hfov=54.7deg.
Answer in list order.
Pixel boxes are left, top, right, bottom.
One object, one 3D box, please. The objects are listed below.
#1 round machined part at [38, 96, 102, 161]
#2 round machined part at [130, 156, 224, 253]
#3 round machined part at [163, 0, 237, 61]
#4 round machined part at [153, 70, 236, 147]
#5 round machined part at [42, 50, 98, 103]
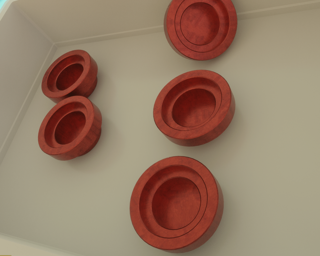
[{"bbox_3d":[-0.127,0.004,0.460,0.098,0.042,0.098,-13,56,21],"label":"round machined part"},{"bbox_3d":[0.020,0.083,0.333,0.098,0.042,0.098,-13,56,21],"label":"round machined part"},{"bbox_3d":[0.053,-0.144,0.432,0.098,0.098,0.042,-42,16,0],"label":"round machined part"},{"bbox_3d":[0.045,-0.021,0.384,0.098,0.042,0.098,-13,56,21],"label":"round machined part"},{"bbox_3d":[-0.146,-0.080,0.521,0.098,0.042,0.098,-13,56,21],"label":"round machined part"}]
